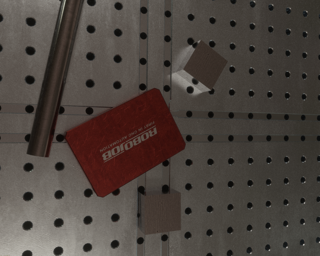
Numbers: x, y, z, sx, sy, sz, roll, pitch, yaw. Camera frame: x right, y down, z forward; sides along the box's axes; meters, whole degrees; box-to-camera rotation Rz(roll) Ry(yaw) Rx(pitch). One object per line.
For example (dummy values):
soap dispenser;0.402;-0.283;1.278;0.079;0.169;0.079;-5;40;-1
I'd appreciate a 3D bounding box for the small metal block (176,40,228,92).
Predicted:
small metal block;0.059;-0.086;0.436;0.050;0.025;0.050;34;79;-17

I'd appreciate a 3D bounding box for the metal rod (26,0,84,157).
metal rod;-0.113;-0.114;0.370;0.025;0.025;0.298;13;86;-20

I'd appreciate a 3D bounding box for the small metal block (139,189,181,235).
small metal block;0.000;0.111;0.414;0.050;0.025;0.050;0;90;-21

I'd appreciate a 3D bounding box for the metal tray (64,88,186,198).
metal tray;-0.042;0.016;0.395;0.131;0.030;0.090;-29;100;-18
